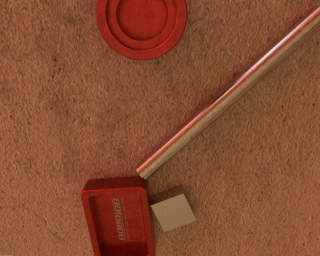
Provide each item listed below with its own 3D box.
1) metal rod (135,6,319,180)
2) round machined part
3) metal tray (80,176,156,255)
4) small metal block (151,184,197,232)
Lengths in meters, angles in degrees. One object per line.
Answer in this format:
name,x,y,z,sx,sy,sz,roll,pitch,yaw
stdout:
metal rod,0.082,-0.036,0.397,0.299,0.025,0.025,-42,105,13
round machined part,-0.020,-0.129,0.353,0.099,0.042,0.097,0,110,-1
metal tray,-0.057,0.136,0.453,0.091,0.030,0.129,-5,111,3
small metal block,0.020,0.117,0.453,0.050,0.025,0.050,-22,109,7
